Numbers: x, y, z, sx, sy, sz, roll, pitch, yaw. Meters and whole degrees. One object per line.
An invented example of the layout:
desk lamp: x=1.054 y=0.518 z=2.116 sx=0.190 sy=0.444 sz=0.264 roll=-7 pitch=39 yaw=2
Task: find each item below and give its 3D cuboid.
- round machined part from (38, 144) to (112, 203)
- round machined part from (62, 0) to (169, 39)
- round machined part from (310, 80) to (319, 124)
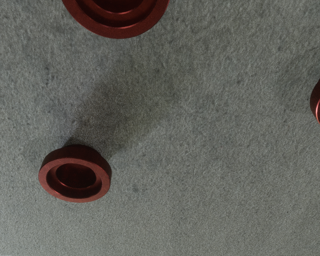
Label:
round machined part: x=-0.119 y=0.061 z=0.447 sx=0.099 sy=0.042 sz=0.097 roll=-1 pitch=130 yaw=0
round machined part: x=-0.039 y=-0.135 z=0.280 sx=0.099 sy=0.042 sz=0.097 roll=-1 pitch=130 yaw=0
round machined part: x=0.227 y=-0.042 z=0.363 sx=0.099 sy=0.042 sz=0.097 roll=-1 pitch=130 yaw=0
